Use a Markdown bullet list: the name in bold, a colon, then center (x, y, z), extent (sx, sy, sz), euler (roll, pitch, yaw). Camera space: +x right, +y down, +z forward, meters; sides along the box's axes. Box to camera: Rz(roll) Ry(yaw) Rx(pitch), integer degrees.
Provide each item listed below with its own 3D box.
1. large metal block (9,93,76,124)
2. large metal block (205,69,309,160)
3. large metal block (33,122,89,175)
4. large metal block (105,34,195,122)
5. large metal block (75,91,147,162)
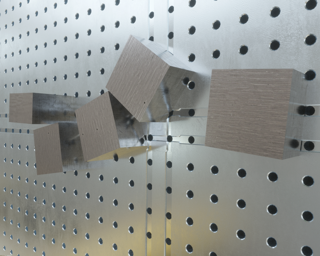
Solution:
- **large metal block**: center (-0.206, -0.033, 0.546), extent (0.080, 0.081, 0.050), euler (4, 93, 40)
- **large metal block**: center (0.097, -0.016, 0.314), extent (0.080, 0.050, 0.080), euler (8, 96, 40)
- **large metal block**: center (-0.172, 0.036, 0.537), extent (0.080, 0.050, 0.080), euler (-12, 82, 39)
- **large metal block**: center (-0.015, -0.063, 0.407), extent (0.080, 0.050, 0.080), euler (45, 117, 31)
- **large metal block**: center (-0.074, 0.000, 0.456), extent (0.080, 0.050, 0.080), euler (-23, 76, 38)
